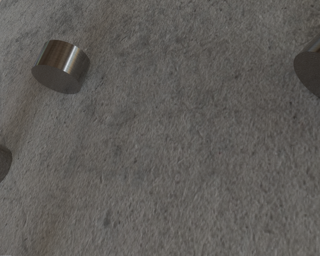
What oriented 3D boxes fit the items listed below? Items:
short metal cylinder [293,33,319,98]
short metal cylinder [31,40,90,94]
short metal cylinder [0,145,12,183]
[{"bbox_3d":[0.185,-0.064,0.311,0.050,0.080,0.080,-45,51,-3],"label":"short metal cylinder"},{"bbox_3d":[-0.162,-0.099,0.512,0.080,0.080,0.050,0,62,28],"label":"short metal cylinder"},{"bbox_3d":[-0.291,0.057,0.503,0.080,0.050,0.080,-13,56,20],"label":"short metal cylinder"}]
